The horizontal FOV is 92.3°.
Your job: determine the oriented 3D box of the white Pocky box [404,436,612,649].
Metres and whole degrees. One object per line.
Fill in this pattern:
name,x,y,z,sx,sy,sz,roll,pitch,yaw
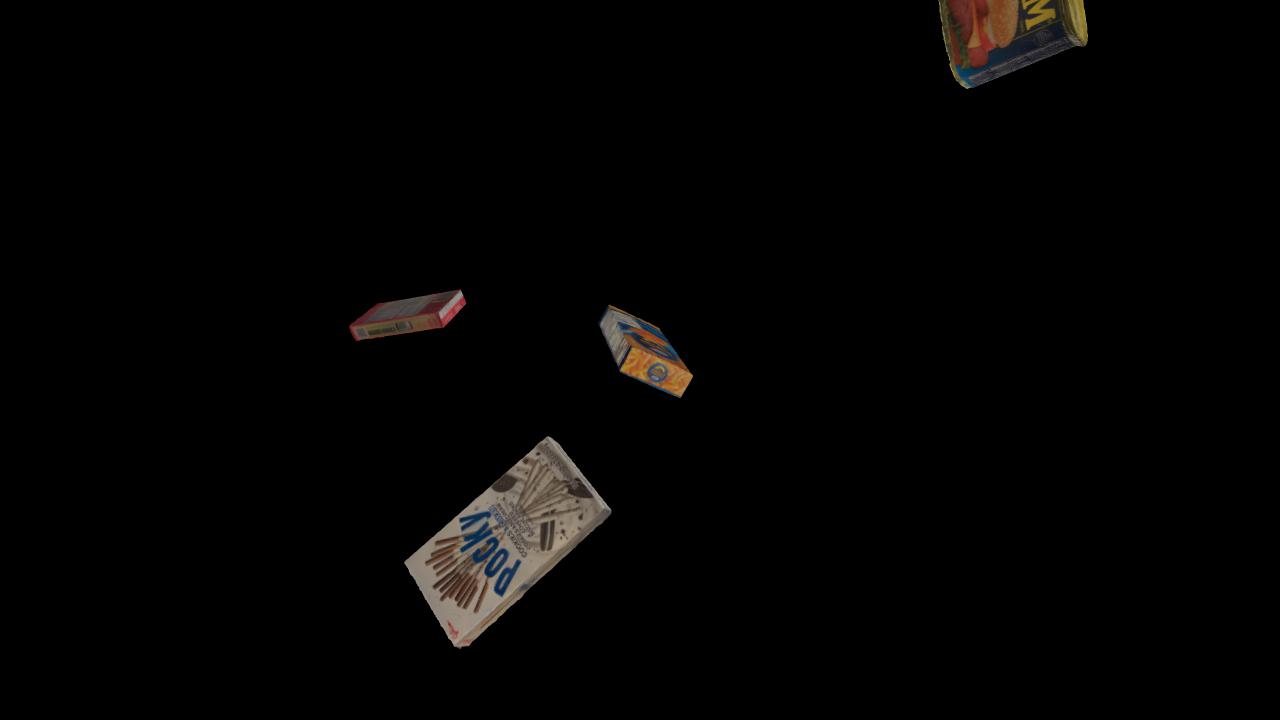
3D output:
white Pocky box,-0.105,0.142,0.493,0.084,0.154,0.028,46,-6,26

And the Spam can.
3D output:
Spam can,0.289,-0.279,0.482,0.058,0.101,0.085,-6,-2,-43

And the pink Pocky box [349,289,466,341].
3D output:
pink Pocky box,-0.351,-0.068,0.934,0.155,0.029,0.084,-7,28,14

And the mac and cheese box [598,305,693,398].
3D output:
mac and cheese box,0.002,-0.017,0.836,0.093,0.041,0.184,25,14,-21
